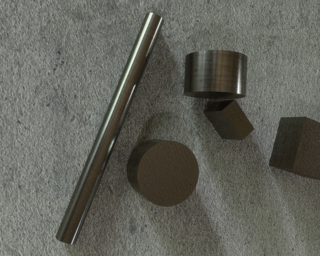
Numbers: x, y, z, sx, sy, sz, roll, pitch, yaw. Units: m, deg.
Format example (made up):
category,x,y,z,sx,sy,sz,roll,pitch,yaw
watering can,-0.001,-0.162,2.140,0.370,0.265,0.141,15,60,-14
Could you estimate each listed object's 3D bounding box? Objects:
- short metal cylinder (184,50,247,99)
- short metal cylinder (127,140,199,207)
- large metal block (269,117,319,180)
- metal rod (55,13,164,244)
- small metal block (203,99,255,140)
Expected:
category,x,y,z,sx,sy,sz,roll,pitch,yaw
short metal cylinder,0.073,-0.067,0.408,0.081,0.080,0.050,3,89,-20
short metal cylinder,0.002,0.055,0.398,0.081,0.050,0.079,0,90,-21
large metal block,0.227,0.033,0.482,0.081,0.050,0.080,18,84,-20
metal rod,-0.059,-0.006,0.387,0.025,0.025,0.299,23,82,-19
small metal block,0.095,-0.011,0.432,0.025,0.050,0.050,-40,103,-16
